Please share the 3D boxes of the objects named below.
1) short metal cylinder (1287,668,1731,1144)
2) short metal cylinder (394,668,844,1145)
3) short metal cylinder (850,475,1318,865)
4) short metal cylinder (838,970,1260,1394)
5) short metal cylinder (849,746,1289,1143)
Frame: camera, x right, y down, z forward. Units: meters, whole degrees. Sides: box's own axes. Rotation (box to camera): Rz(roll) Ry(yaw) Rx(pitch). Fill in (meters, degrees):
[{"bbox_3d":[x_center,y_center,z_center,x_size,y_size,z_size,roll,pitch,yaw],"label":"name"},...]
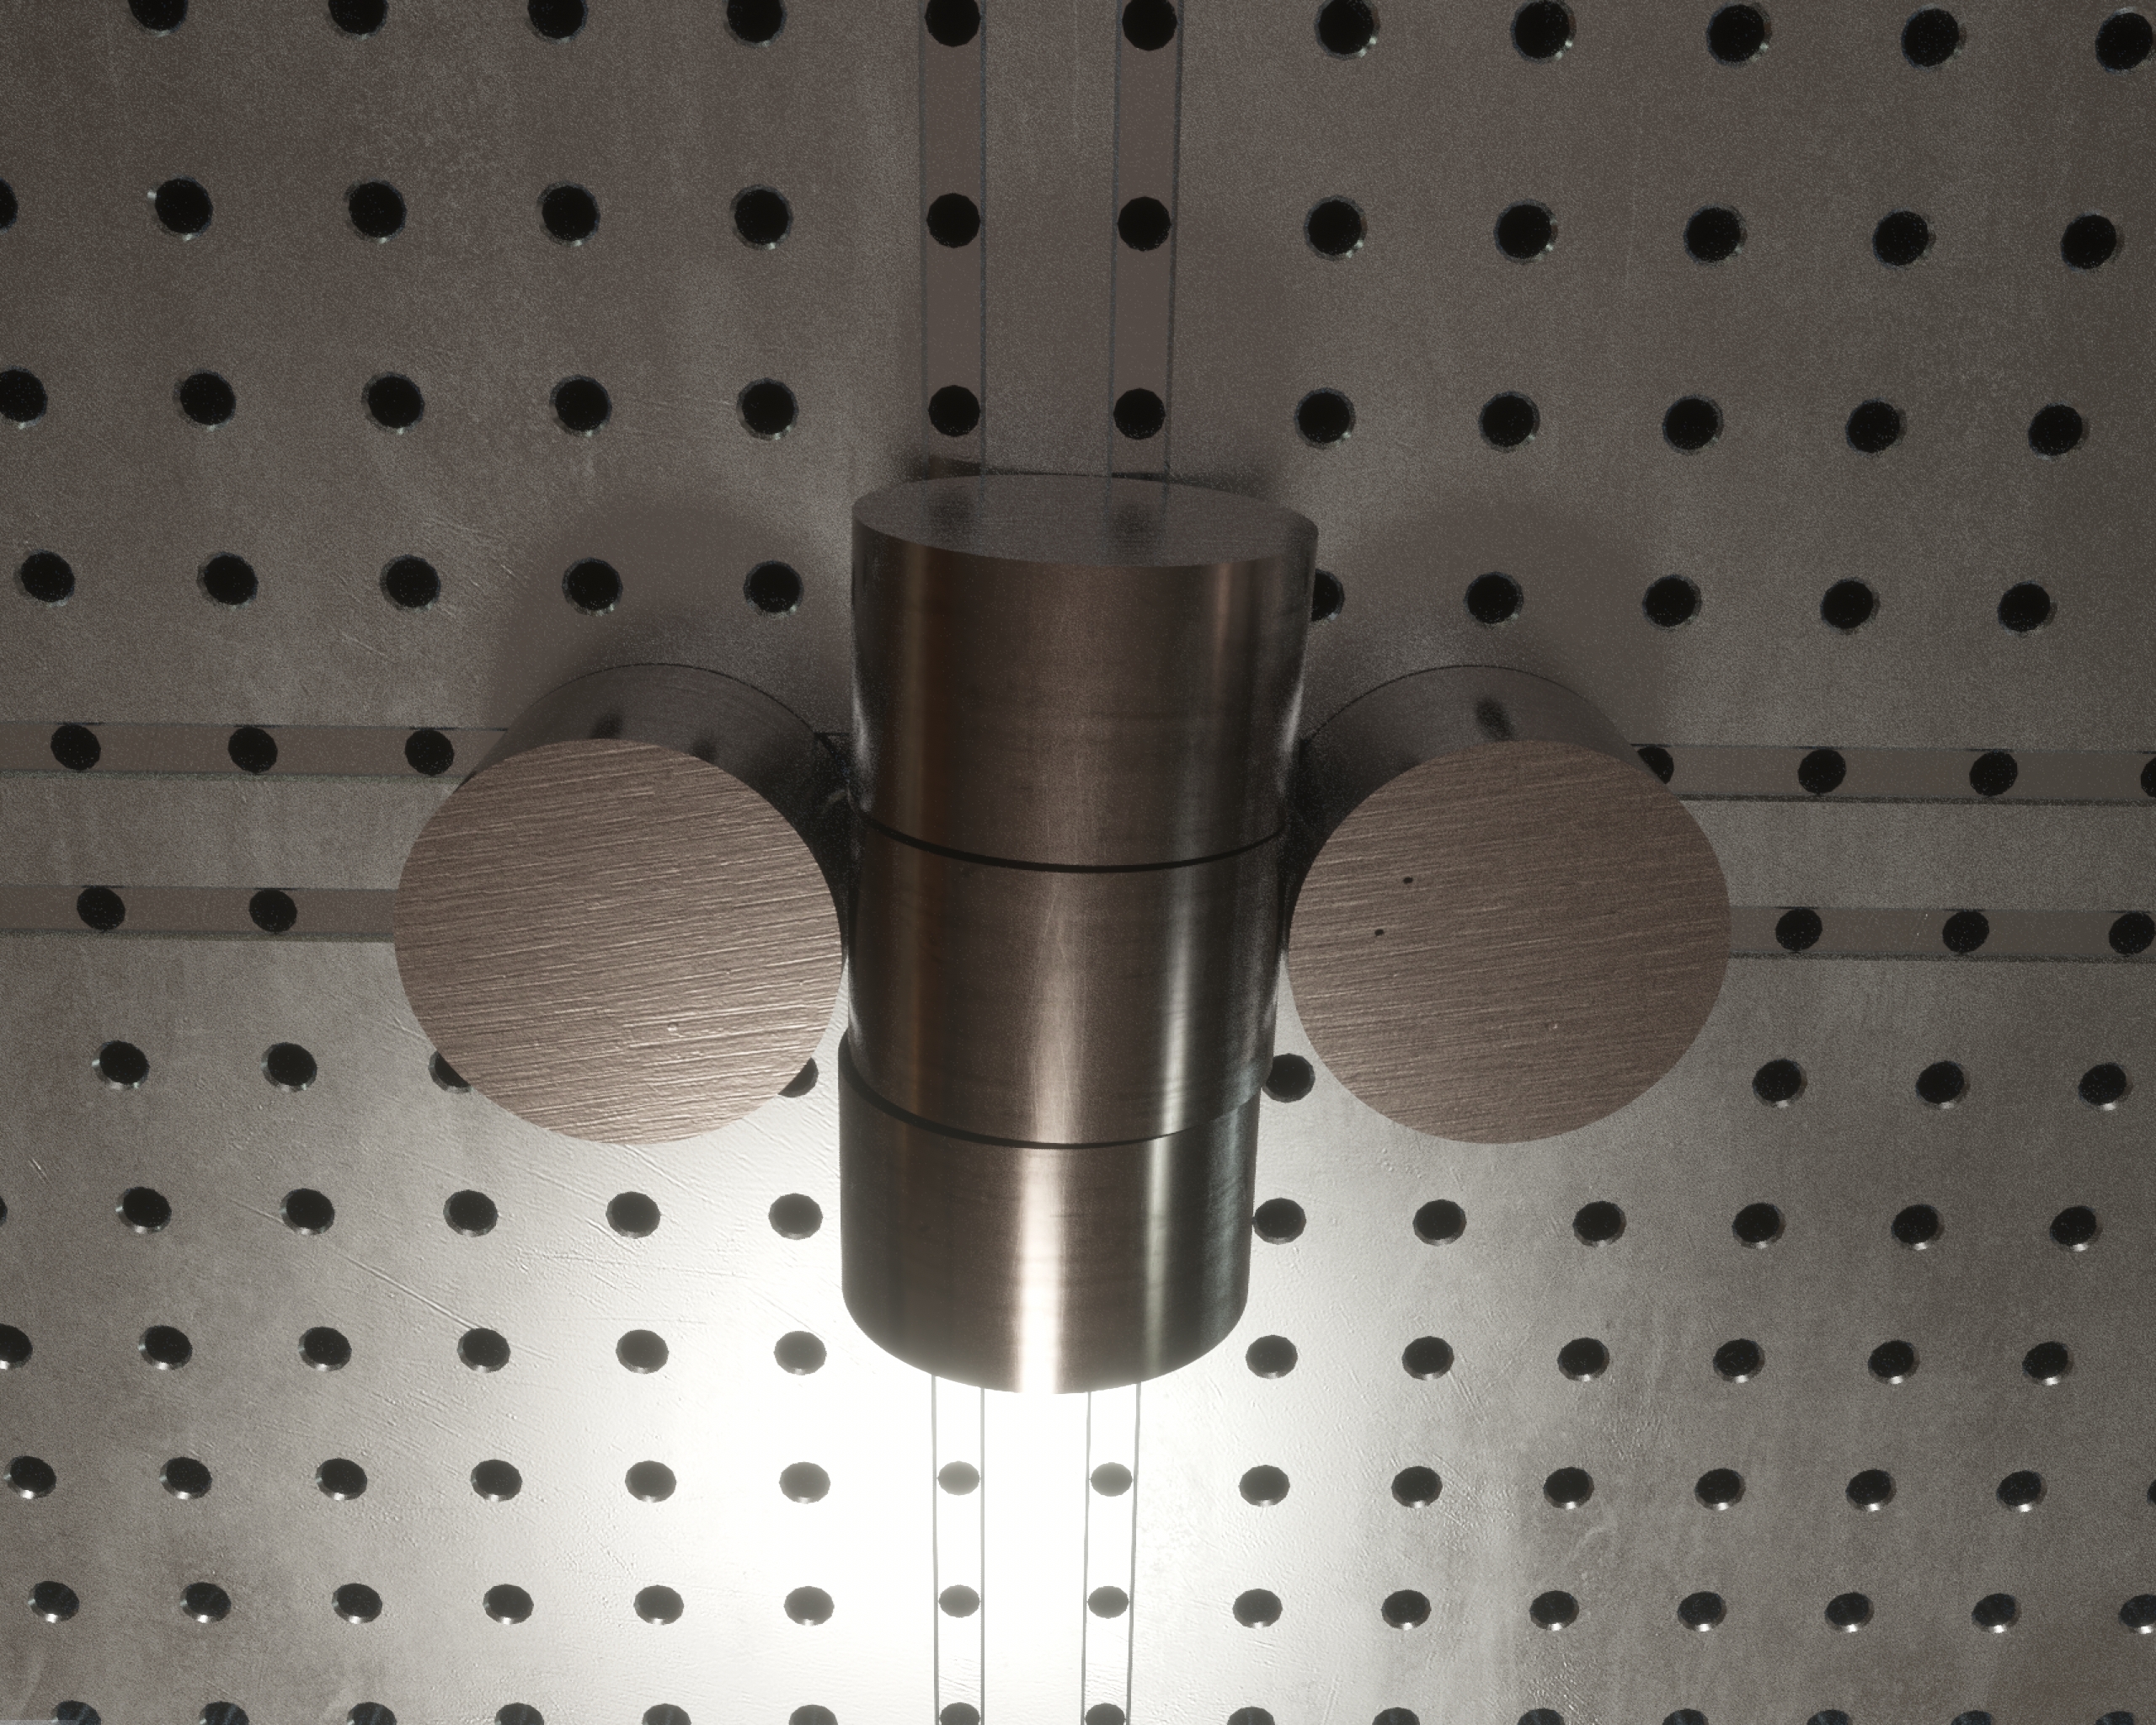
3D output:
[{"bbox_3d":[0.079,0.007,0.403,0.081,0.050,0.079,0,110,-1],"label":"short metal cylinder"},{"bbox_3d":[-0.083,0.007,0.401,0.081,0.050,0.079,0,110,-1],"label":"short metal cylinder"},{"bbox_3d":[0.000,-0.037,0.370,0.081,0.080,0.050,2,110,-1],"label":"short metal cylinder"},{"bbox_3d":[-0.006,0.059,0.405,0.081,0.080,0.050,1,110,-1],"label":"short metal cylinder"},{"bbox_3d":[-0.002,0.011,0.388,0.081,0.080,0.050,2,110,-1],"label":"short metal cylinder"}]
